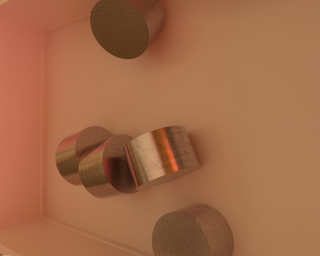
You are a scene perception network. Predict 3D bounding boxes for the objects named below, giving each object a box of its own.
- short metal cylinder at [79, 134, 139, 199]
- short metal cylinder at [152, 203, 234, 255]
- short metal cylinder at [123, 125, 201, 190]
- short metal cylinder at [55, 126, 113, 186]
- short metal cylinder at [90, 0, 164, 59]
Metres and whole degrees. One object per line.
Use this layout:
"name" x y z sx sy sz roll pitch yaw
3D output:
"short metal cylinder" -0.062 0.053 0.422 0.050 0.081 0.080 -20 78 38
"short metal cylinder" 0.037 0.133 0.360 0.080 0.050 0.080 0 90 40
"short metal cylinder" 0.002 0.036 0.370 0.080 0.081 0.050 -32 71 35
"short metal cylinder" -0.104 0.042 0.457 0.050 0.081 0.080 -20 77 38
"short metal cylinder" -0.041 -0.136 0.398 0.080 0.050 0.080 15 136 15
